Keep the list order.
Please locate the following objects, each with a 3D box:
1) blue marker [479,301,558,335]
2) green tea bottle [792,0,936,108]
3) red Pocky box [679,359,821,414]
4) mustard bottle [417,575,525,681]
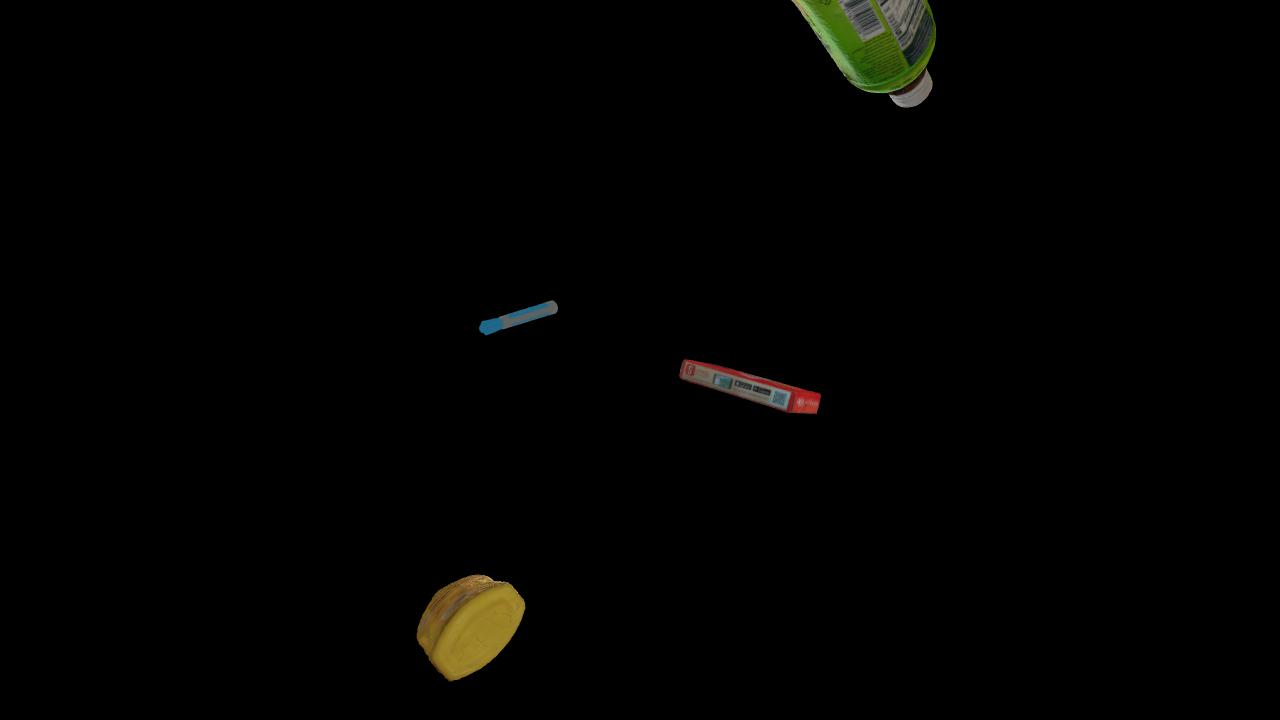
[{"bbox_3d":[-0.159,-0.056,0.811,0.020,0.020,0.121,0,17,43],"label":"blue marker"},{"bbox_3d":[0.155,-0.239,0.421,0.073,0.073,0.212,0,-14,41],"label":"green tea bottle"},{"bbox_3d":[0.133,0.032,0.749,0.155,0.028,0.083,17,4,36],"label":"red Pocky box"},{"bbox_3d":[-0.179,0.255,0.615,0.092,0.054,0.184,-48,11,-28],"label":"mustard bottle"}]
